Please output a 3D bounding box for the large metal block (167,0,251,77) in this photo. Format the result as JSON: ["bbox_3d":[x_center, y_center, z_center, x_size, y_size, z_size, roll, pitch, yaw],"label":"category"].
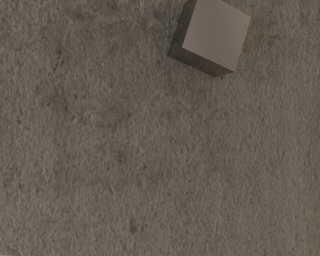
[{"bbox_3d":[0.066,-0.124,0.421,0.081,0.050,0.080,20,83,-19],"label":"large metal block"}]
